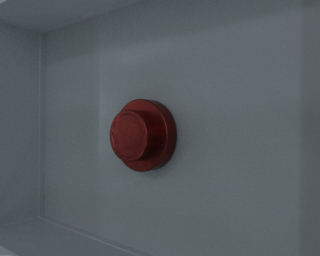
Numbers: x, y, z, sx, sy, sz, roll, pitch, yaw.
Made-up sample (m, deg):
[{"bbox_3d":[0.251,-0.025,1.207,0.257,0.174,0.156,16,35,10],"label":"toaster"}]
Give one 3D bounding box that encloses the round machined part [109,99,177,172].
[{"bbox_3d":[-0.029,0.010,0.413,0.098,0.042,0.097,0,90,39],"label":"round machined part"}]
